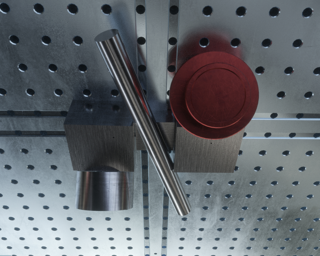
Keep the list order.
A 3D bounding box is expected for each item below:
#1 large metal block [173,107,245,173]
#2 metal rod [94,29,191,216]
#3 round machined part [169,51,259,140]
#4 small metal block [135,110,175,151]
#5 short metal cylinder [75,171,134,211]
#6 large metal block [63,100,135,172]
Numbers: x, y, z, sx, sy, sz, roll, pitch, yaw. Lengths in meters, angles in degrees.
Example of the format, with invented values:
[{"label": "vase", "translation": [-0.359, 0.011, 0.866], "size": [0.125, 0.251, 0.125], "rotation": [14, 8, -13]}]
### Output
[{"label": "large metal block", "translation": [0.059, 0.013, 0.408], "size": [0.081, 0.050, 0.079], "rotation": [1, 130, -1]}, {"label": "metal rod", "translation": [-0.008, 0.018, 0.393], "size": [0.025, 0.025, 0.299], "rotation": [-14, 129, 11]}, {"label": "round machined part", "translation": [0.060, -0.035, 0.339], "size": [0.099, 0.042, 0.097], "rotation": [0, 95, -1]}, {"label": "small metal block", "translation": [-0.006, 0.004, 0.415], "size": [0.050, 0.025, 0.050], "rotation": [0, 130, -1]}, {"label": "short metal cylinder", "translation": [-0.078, 0.087, 0.440], "size": [0.081, 0.050, 0.080], "rotation": [1, 173, 0]}, {"label": "large metal block", "translation": [-0.073, 0.011, 0.405], "size": [0.081, 0.050, 0.079], "rotation": [1, 130, -2]}]
